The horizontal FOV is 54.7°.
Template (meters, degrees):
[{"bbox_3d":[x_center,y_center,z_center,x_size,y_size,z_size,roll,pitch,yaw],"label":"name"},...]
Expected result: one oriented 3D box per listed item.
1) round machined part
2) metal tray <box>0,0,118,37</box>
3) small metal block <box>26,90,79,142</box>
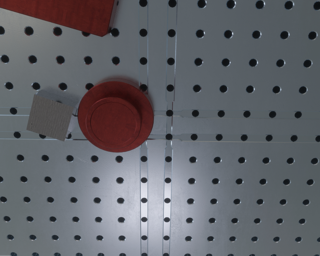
[{"bbox_3d":[-0.057,-0.012,0.399,0.099,0.042,0.097,0,110,0],"label":"round machined part"},{"bbox_3d":[-0.112,-0.165,0.349,0.131,0.030,0.089,15,109,-6],"label":"metal tray"},{"bbox_3d":[-0.140,-0.016,0.406,0.050,0.025,0.050,18,109,-7],"label":"small metal block"}]
